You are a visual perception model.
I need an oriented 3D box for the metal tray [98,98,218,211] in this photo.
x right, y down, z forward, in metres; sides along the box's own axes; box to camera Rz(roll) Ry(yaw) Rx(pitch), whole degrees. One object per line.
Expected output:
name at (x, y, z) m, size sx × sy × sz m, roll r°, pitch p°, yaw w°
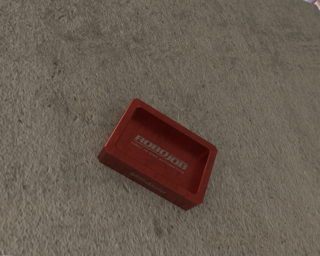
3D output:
metal tray at (0.002, 0.032, 0.385) m, size 0.130 × 0.030 × 0.090 m, roll 31°, pitch 51°, yaw -8°
